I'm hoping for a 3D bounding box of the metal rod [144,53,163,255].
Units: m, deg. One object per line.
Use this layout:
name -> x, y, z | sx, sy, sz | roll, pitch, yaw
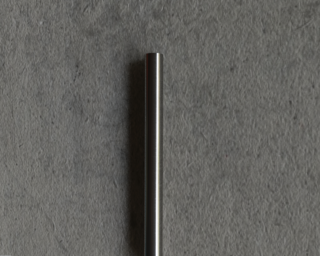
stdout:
metal rod -> -0.009, 0.052, 0.411 | 0.025, 0.025, 0.298 | 0, 90, 19
